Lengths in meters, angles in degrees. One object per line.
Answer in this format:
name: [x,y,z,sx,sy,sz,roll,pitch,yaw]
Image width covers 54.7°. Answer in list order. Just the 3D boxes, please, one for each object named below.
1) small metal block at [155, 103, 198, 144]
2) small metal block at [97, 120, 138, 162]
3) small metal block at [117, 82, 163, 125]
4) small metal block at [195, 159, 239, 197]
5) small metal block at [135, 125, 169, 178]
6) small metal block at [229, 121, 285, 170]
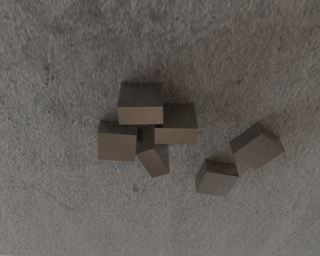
small metal block: [0.019,-0.006,0.386,0.050,0.050,0.025,1,130,-1]
small metal block: [-0.057,0.019,0.422,0.050,0.025,0.050,4,130,-4]
small metal block: [-0.022,-0.030,0.365,0.050,0.050,0.025,-1,130,0]
small metal block: [0.086,0.078,0.475,0.050,0.025,0.050,10,129,-9]
small metal block: [-0.009,0.030,0.417,0.025,0.050,0.050,-19,128,14]
small metal block: [0.135,0.026,0.431,0.050,0.025,0.050,32,123,-25]
